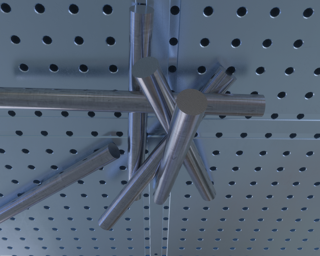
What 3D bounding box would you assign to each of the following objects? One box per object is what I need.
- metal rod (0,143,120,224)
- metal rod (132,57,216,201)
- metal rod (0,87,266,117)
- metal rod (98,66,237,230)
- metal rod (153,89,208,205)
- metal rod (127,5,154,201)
[{"bbox_3d":[-0.185,0.100,0.494,0.300,0.025,0.025,-29,124,22],"label":"metal rod"},{"bbox_3d":[0.033,0.027,0.386,0.025,0.025,0.300,-14,144,12],"label":"metal rod"},{"bbox_3d":[-0.036,-0.030,0.352,0.302,0.025,0.025,2,130,1],"label":"metal rod"},{"bbox_3d":[-0.004,0.043,0.422,0.025,0.025,0.299,27,117,-21],"label":"metal rod"},{"bbox_3d":[0.013,0.047,0.378,0.025,0.025,0.299,4,153,-3],"label":"metal rod"},{"bbox_3d":[-0.029,-0.005,0.406,0.025,0.025,0.298,3,130,-3],"label":"metal rod"}]
